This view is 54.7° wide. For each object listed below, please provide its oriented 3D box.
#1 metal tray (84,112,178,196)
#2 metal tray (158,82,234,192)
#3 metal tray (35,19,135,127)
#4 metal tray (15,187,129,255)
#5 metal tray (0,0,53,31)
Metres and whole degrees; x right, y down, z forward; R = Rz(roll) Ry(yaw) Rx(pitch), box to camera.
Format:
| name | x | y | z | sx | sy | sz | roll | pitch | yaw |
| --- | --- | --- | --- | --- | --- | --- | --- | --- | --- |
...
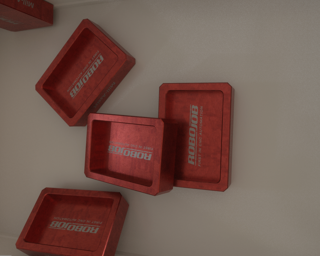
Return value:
| name | x | y | z | sx | sy | sz | roll | pitch | yaw |
| --- | --- | --- | --- | --- | --- | --- | --- | --- | --- |
| metal tray | -0.042 | 0.029 | 0.400 | 0.130 | 0.030 | 0.089 | 6 | 93 | 37 |
| metal tray | 0.044 | 0.009 | 0.391 | 0.090 | 0.030 | 0.129 | 2 | 91 | 19 |
| metal tray | -0.109 | -0.077 | 0.444 | 0.090 | 0.030 | 0.130 | 44 | 103 | 14 |
| metal tray | -0.117 | 0.130 | 0.420 | 0.130 | 0.030 | 0.090 | 0 | 50 | 19 |
| metal tray | -0.227 | -0.171 | 0.428 | 0.090 | 0.131 | 0.030 | 1 | 91 | 25 |
